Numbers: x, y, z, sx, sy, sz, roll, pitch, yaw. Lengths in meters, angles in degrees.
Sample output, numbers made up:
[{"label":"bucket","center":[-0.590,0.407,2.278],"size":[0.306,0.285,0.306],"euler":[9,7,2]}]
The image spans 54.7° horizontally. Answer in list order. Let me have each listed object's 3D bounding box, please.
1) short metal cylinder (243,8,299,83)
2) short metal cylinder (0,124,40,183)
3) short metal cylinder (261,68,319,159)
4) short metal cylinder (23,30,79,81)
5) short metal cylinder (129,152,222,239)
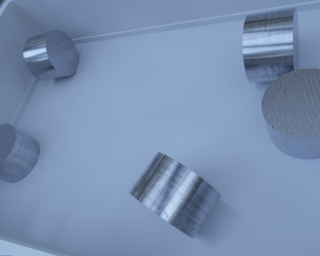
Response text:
[{"label":"short metal cylinder","center":[0.131,-0.093,0.359],"size":[0.050,0.080,0.080],"euler":[1,62,28]},{"label":"short metal cylinder","center":[-0.239,0.040,0.488],"size":[0.080,0.050,0.080],"euler":[-13,56,20]},{"label":"short metal cylinder","center":[0.150,-0.014,0.319],"size":[0.080,0.050,0.080],"euler":[-13,56,20]},{"label":"short metal cylinder","center":[-0.190,-0.127,0.545],"size":[0.050,0.080,0.080],"euler":[-8,59,24]},{"label":"short metal cylinder","center":[0.015,0.068,0.320],"size":[0.080,0.080,0.050],"euler":[28,77,37]}]
